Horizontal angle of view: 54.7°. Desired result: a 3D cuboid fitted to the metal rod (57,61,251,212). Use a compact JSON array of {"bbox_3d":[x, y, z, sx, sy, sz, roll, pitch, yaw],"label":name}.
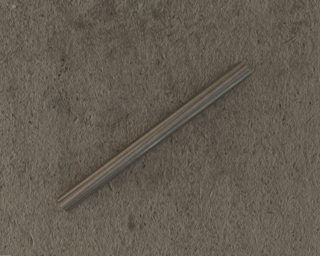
[{"bbox_3d":[-0.007,0.011,0.411,0.301,0.025,0.025,-37,90,-1],"label":"metal rod"}]
